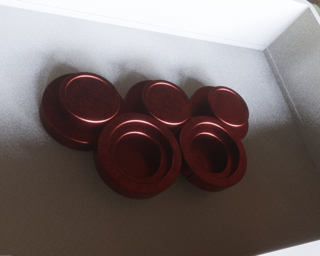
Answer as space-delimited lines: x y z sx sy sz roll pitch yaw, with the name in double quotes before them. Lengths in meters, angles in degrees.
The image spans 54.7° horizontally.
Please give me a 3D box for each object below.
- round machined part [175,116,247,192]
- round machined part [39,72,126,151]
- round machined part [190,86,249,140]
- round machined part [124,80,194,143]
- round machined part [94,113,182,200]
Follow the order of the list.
"round machined part" 0.060 0.036 0.402 0.099 0.042 0.098 14 56 -21
"round machined part" -0.085 -0.026 0.361 0.099 0.042 0.098 14 55 -21
"round machined part" 0.090 -0.022 0.453 0.099 0.042 0.098 13 56 -20
"round machined part" 0.001 -0.024 0.407 0.099 0.042 0.098 13 56 -20
"round machined part" -0.028 0.035 0.356 0.099 0.042 0.098 14 56 -21
